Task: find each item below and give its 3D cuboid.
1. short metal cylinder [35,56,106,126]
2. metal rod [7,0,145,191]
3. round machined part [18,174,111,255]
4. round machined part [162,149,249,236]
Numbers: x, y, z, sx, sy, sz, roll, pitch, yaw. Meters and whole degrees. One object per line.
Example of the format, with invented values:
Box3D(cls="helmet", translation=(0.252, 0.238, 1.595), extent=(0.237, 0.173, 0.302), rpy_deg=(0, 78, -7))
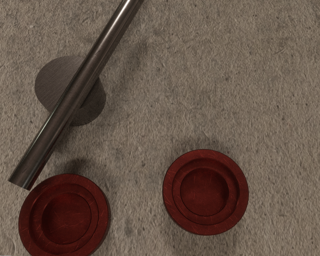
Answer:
Box3D(cls="short metal cylinder", translation=(-0.116, -0.048, 0.411), extent=(0.081, 0.050, 0.080), rpy_deg=(0, 70, 0))
Box3D(cls="metal rod", translation=(-0.088, -0.066, 0.378), extent=(0.025, 0.025, 0.300), rpy_deg=(23, 71, 8))
Box3D(cls="round machined part", translation=(-0.106, 0.105, 0.359), extent=(0.099, 0.042, 0.098), rpy_deg=(0, 70, -1))
Box3D(cls="round machined part", translation=(0.052, 0.078, 0.371), extent=(0.099, 0.042, 0.098), rpy_deg=(0, 70, -1))
